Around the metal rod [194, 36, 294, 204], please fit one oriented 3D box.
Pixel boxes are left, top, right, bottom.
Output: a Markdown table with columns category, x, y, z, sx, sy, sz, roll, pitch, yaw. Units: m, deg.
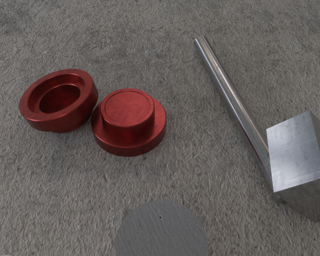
| category | x | y | z | sx | sy | sz | roll | pitch | yaw |
| --- | --- | --- | --- | --- | --- | --- | --- | --- | --- |
| metal rod | 0.104 | -0.035 | 0.433 | 0.025 | 0.025 | 0.300 | -10 | 51 | -9 |

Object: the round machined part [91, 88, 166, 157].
| category | x | y | z | sx | sy | sz | roll | pitch | yaw |
| --- | --- | --- | --- | --- | --- | --- | --- | --- | --- |
| round machined part | -0.041 | -0.014 | 0.404 | 0.099 | 0.042 | 0.098 | 0 | 50 | 0 |

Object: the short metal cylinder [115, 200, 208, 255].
| category | x | y | z | sx | sy | sz | roll | pitch | yaw |
| --- | --- | --- | --- | --- | --- | --- | --- | --- | --- |
| short metal cylinder | 0.001 | 0.116 | 0.290 | 0.081 | 0.050 | 0.080 | 0 | 50 | 0 |

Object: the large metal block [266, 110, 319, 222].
| category | x | y | z | sx | sy | sz | roll | pitch | yaw |
| --- | --- | --- | --- | --- | --- | --- | --- | --- | --- |
| large metal block | 0.161 | 0.042 | 0.327 | 0.080 | 0.050 | 0.080 | 35 | 44 | -28 |

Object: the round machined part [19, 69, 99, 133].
| category | x | y | z | sx | sy | sz | roll | pitch | yaw |
| --- | --- | --- | --- | --- | --- | --- | --- | --- | --- |
| round machined part | -0.128 | -0.031 | 0.410 | 0.098 | 0.042 | 0.098 | -7 | 47 | 8 |
